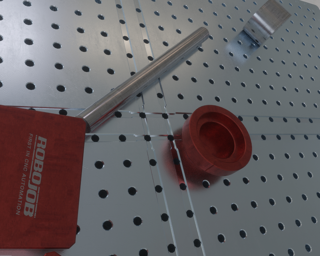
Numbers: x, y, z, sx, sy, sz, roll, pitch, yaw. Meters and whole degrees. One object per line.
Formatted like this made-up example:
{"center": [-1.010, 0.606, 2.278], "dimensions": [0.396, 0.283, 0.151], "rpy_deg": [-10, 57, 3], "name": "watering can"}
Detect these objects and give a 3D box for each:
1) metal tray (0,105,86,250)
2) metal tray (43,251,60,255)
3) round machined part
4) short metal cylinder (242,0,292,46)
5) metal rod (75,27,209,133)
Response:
{"center": [-0.125, 0.048, 0.299], "dimensions": [0.091, 0.030, 0.130], "rpy_deg": [10, 64, -23], "name": "metal tray"}
{"center": [-0.093, 0.178, 0.240], "dimensions": [0.090, 0.030, 0.130], "rpy_deg": [37, 55, -4], "name": "metal tray"}
{"center": [0.073, 0.020, 0.424], "dimensions": [0.099, 0.042, 0.098], "rpy_deg": [14, 56, -21], "name": "round machined part"}
{"center": [0.212, -0.210, 0.616], "dimensions": [0.050, 0.080, 0.080], "rpy_deg": [46, 51, 4], "name": "short metal cylinder"}
{"center": [-0.007, -0.086, 0.456], "dimensions": [0.025, 0.025, 0.302], "rpy_deg": [44, 51, 2], "name": "metal rod"}
